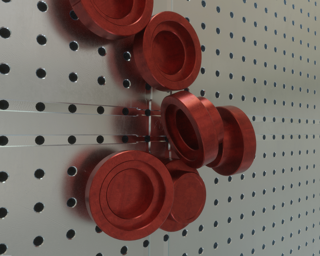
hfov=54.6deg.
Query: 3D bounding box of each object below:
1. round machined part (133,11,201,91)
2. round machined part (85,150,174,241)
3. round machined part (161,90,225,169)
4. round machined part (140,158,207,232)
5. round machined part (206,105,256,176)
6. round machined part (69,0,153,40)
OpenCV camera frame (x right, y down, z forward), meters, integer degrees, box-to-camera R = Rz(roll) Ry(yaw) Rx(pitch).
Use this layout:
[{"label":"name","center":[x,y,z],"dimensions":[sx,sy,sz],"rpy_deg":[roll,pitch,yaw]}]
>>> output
[{"label":"round machined part","center":[0.005,-0.096,0.401],"dimensions":[0.099,0.042,0.097],"rpy_deg":[0,90,-40]},{"label":"round machined part","center":[-0.037,0.074,0.356],"dimensions":[0.099,0.042,0.098],"rpy_deg":[1,86,-25]},{"label":"round machined part","center":[0.044,-0.001,0.393],"dimensions":[0.042,0.098,0.098],"rpy_deg":[-23,105,-21]},{"label":"round machined part","center":[0.025,0.091,0.418],"dimensions":[0.099,0.042,0.097],"rpy_deg":[0,90,-40]},{"label":"round machined part","center":[0.083,0.019,0.432],"dimensions":[0.042,0.098,0.097],"rpy_deg":[-7,95,-27]},{"label":"round machined part","center":[-0.058,-0.148,0.348],"dimensions":[0.099,0.042,0.097],"rpy_deg":[0,90,-40]}]
